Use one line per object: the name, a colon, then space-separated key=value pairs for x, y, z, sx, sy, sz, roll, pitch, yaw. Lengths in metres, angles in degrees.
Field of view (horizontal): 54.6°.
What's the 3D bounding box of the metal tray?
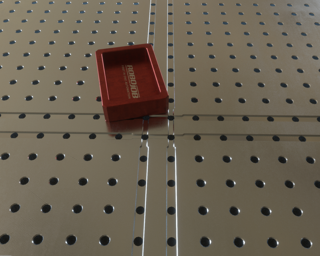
metal tray: x=-0.045 y=-0.073 z=0.465 sx=0.091 sy=0.030 sz=0.130 roll=-9 pitch=51 yaw=-8
